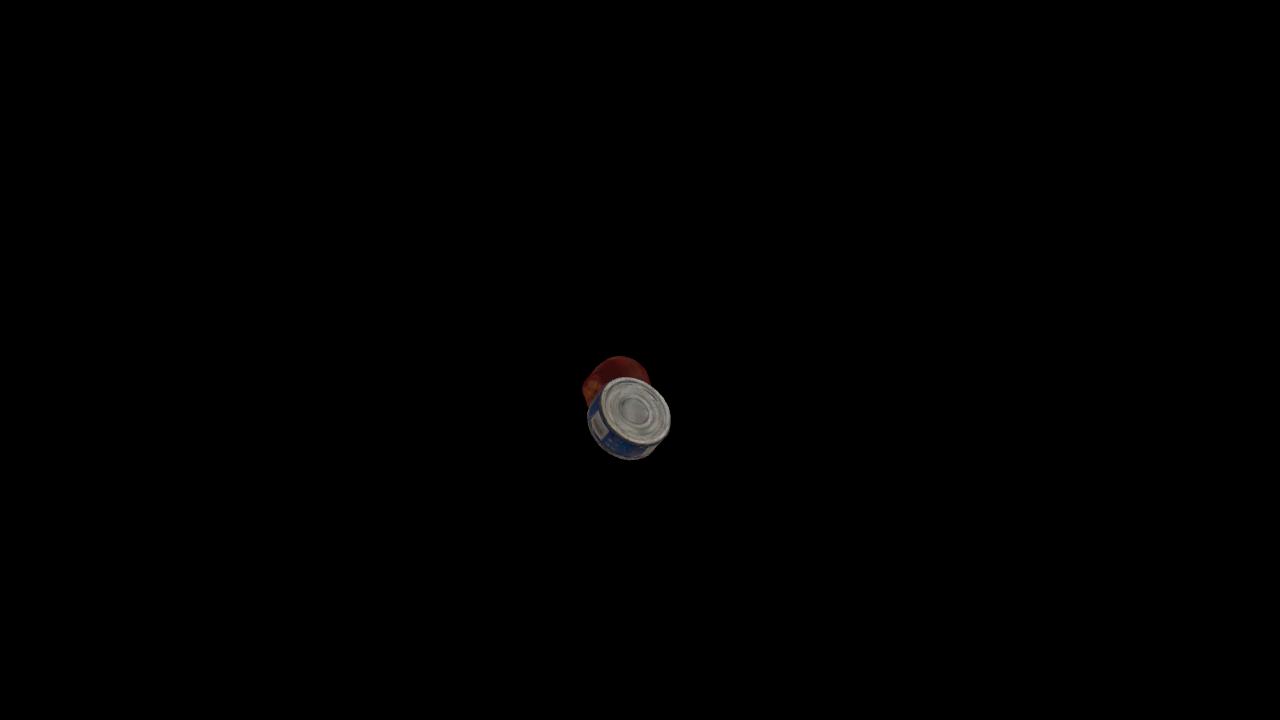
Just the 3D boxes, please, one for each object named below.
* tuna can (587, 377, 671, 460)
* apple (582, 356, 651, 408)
[{"bbox_3d":[-0.011,0.059,0.641,0.084,0.084,0.034,0,-34,-31],"label":"tuna can"},{"bbox_3d":[-0.027,0.035,0.762,0.079,0.079,0.093,0,3,42],"label":"apple"}]
